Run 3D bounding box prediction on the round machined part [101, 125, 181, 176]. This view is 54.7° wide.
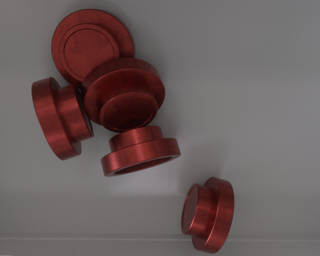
[{"bbox_3d":[-0.026,0.027,0.390,0.098,0.098,0.042,-18,78,6],"label":"round machined part"}]

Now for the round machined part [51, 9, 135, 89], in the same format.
[{"bbox_3d":[-0.080,-0.090,0.368,0.099,0.042,0.097,0,110,0],"label":"round machined part"}]

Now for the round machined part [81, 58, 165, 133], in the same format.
[{"bbox_3d":[-0.041,-0.031,0.365,0.099,0.042,0.097,-13,143,-9],"label":"round machined part"}]

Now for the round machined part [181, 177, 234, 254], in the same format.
[{"bbox_3d":[0.059,0.113,0.414,0.042,0.098,0.097,17,109,-6],"label":"round machined part"}]

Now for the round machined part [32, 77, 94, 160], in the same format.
[{"bbox_3d":[-0.110,-0.014,0.367,0.042,0.098,0.097,-19,110,-6],"label":"round machined part"}]
